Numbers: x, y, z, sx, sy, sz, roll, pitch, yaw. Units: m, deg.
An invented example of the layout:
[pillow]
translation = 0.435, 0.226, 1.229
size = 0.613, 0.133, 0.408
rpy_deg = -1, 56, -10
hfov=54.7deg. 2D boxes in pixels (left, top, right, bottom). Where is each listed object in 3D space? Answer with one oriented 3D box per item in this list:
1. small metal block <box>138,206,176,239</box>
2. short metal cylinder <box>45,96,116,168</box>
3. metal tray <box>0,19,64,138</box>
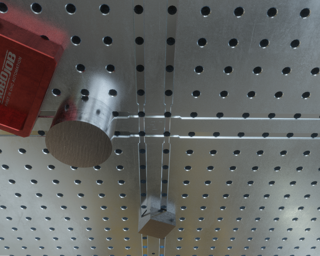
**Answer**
[small metal block]
translation = -0.006, 0.172, 0.558
size = 0.050, 0.025, 0.050
rpy_deg = 21, 127, -18
[short metal cylinder]
translation = -0.099, 0.006, 0.399
size = 0.081, 0.050, 0.079
rpy_deg = -1, 130, 0
[metal tray]
translation = -0.178, -0.054, 0.359
size = 0.091, 0.030, 0.129
rpy_deg = 23, 126, -19
